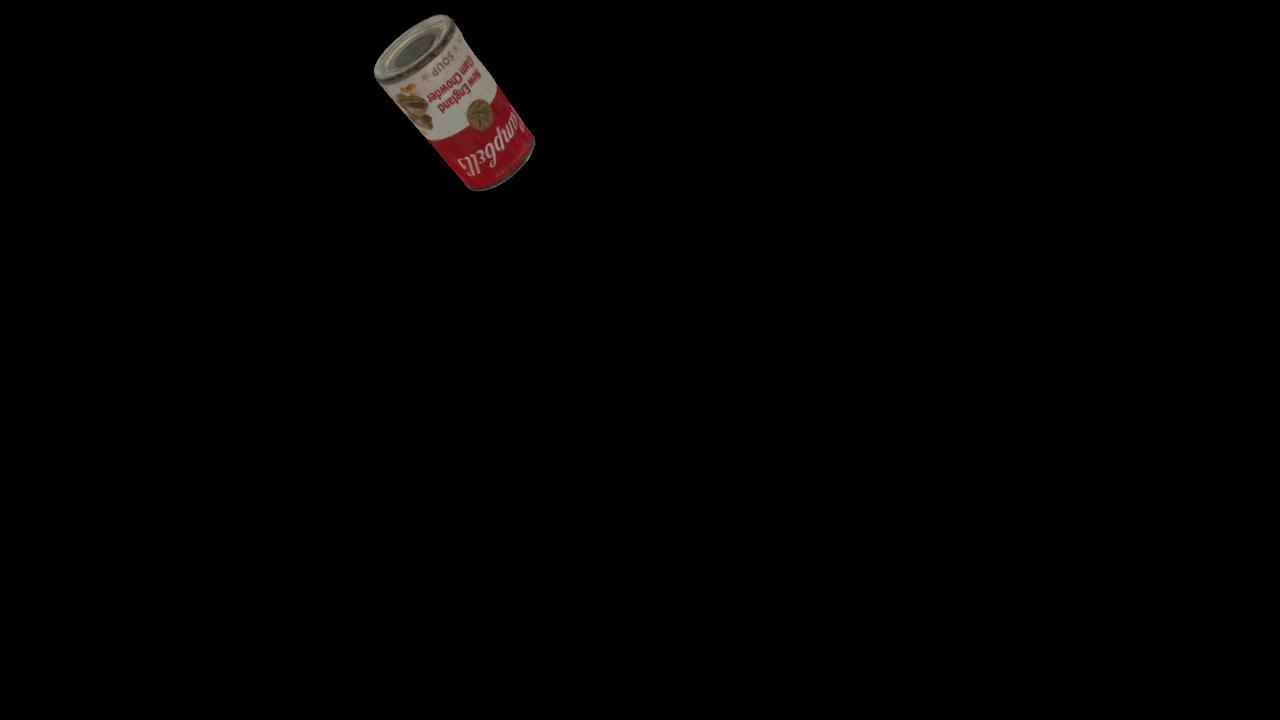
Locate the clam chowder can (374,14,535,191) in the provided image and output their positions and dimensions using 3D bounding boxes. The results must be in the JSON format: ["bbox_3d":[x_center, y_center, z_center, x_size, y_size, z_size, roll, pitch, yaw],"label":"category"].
[{"bbox_3d":[-0.133,-0.185,0.450,0.068,0.068,0.102,0,-32,30],"label":"clam chowder can"}]
